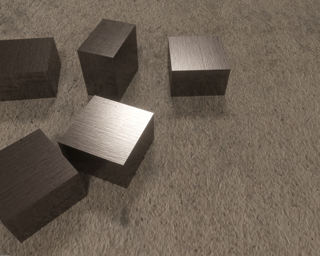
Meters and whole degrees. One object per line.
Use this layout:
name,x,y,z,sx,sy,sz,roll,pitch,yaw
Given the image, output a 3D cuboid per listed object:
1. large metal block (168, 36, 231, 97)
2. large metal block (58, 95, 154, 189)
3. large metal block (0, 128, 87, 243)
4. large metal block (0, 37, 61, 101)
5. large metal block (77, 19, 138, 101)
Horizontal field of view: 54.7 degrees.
large metal block,0.055,-0.094,0.467,0.081,0.050,0.080,-2,50,-2
large metal block,-0.060,0.015,0.374,0.080,0.050,0.080,18,52,14
large metal block,-0.140,0.059,0.335,0.080,0.050,0.080,-35,59,-26
large metal block,-0.197,-0.088,0.458,0.081,0.050,0.080,-5,50,-5
large metal block,-0.071,-0.098,0.449,0.050,0.080,0.080,14,51,11
